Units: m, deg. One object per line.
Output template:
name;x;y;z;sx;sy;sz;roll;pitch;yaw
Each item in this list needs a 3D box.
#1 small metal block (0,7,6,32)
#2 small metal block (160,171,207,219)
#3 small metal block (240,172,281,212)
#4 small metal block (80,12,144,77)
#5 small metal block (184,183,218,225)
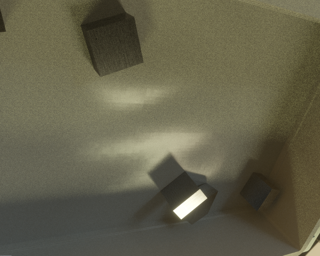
small metal block;-0.162;-0.105;0.256;0.050;0.025;0.050;-14;125;-21
small metal block;0.036;0.102;0.476;0.050;0.050;0.025;-38;123;-3
small metal block;0.182;0.117;0.568;0.025;0.050;0.050;15;111;-35
small metal block;-0.050;-0.088;0.328;0.050;0.025;0.050;-22;127;-15
small metal block;0.065;0.124;0.512;0.050;0.025;0.050;-12;128;-51
